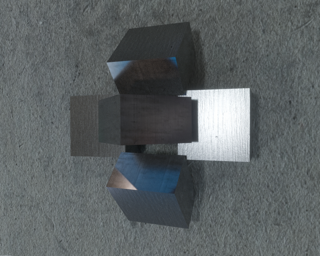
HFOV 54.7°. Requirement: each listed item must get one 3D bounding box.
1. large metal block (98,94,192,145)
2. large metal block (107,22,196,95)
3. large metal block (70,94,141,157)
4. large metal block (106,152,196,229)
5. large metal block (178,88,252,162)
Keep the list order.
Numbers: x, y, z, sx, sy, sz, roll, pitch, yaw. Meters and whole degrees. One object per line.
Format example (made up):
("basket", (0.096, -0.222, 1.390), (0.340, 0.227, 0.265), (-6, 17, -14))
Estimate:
("large metal block", (-0.020, -0.008, 0.352), (0.080, 0.081, 0.050), (0, 90, 64))
("large metal block", (-0.006, -0.083, 0.376), (0.080, 0.080, 0.050), (0, 134, 20))
("large metal block", (-0.073, -0.003, 0.421), (0.080, 0.050, 0.079), (0, 90, 19))
("large metal block", (-0.006, 0.076, 0.376), (0.080, 0.080, 0.050), (1, 47, 20))
("large metal block", (0.067, -0.003, 0.370), (0.080, 0.050, 0.079), (0, 90, 19))
